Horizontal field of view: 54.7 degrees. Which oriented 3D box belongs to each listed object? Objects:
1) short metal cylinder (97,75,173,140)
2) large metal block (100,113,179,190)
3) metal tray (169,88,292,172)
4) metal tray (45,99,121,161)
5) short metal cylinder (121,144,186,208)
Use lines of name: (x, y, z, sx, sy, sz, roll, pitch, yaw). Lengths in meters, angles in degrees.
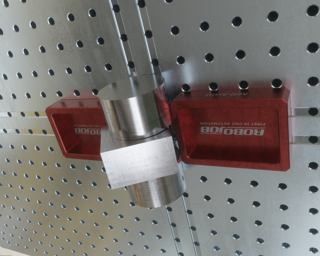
short metal cylinder: (-0.029, -0.027, 0.374, 0.080, 0.080, 0.050, 2, 119, 27)
large metal block: (-0.027, 0.024, 0.386, 0.080, 0.080, 0.050, -13, 116, -4)
metal tray: (0.083, 0.002, 0.365, 0.130, 0.030, 0.089, 1, 119, 27)
metal tray: (-0.100, 0.004, 0.463, 0.130, 0.030, 0.089, 1, 119, 27)
short metal cylinder: (-0.008, 0.061, 0.417, 0.080, 0.080, 0.050, 2, 119, 27)
